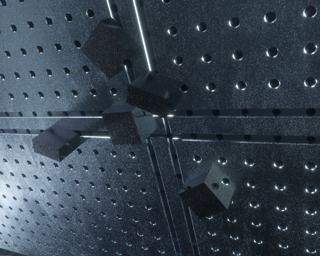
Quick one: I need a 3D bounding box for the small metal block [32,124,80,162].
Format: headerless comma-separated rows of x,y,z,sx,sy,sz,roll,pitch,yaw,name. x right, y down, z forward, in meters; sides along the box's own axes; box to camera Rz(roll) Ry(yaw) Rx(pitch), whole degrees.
-0.164,0.023,0.493,0.050,0.050,0.025,18,125,18,small metal block

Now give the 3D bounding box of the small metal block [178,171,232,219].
0.063,0.096,0.436,0.050,0.025,0.050,-35,99,38,small metal block

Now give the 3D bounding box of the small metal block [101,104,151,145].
-0.047,-0.005,0.432,0.050,0.025,0.050,-3,117,29,small metal block

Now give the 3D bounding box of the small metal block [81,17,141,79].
-0.061,-0.098,0.381,0.050,0.025,0.050,45,129,-4,small metal block

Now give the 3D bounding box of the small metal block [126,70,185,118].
-0.005,-0.042,0.370,0.050,0.050,0.025,23,127,14,small metal block
